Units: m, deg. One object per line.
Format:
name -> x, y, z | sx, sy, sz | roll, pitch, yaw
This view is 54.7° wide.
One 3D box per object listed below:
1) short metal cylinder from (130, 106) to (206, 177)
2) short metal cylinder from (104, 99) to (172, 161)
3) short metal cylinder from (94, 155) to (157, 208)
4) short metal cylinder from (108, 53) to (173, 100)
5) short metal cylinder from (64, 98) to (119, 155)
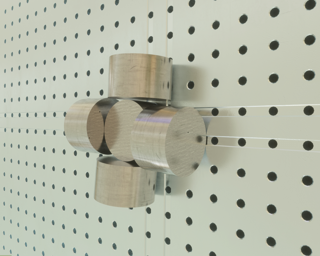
short metal cylinder -> 0.012, 0.014, 0.364 | 0.050, 0.081, 0.079 | 5, 93, 39
short metal cylinder -> -0.029, 0.003, 0.418 | 0.080, 0.050, 0.080 | 0, 90, 38
short metal cylinder -> -0.045, 0.068, 0.409 | 0.080, 0.081, 0.050 | 8, 95, 39
short metal cylinder -> -0.025, -0.062, 0.394 | 0.080, 0.081, 0.050 | 4, 92, 40
short metal cylinder -> -0.089, -0.003, 0.447 | 0.050, 0.081, 0.079 | 2, 92, 39
